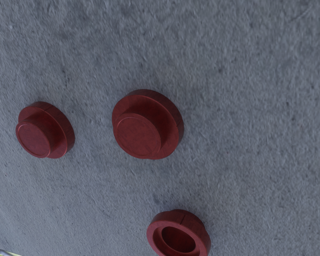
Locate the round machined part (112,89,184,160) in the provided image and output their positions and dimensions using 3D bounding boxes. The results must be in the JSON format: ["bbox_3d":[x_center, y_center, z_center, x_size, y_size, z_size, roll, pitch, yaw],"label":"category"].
[{"bbox_3d":[-0.022,0.002,0.407,0.098,0.042,0.097,13,124,20],"label":"round machined part"}]

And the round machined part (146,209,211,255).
[{"bbox_3d":[0.032,0.165,0.480,0.098,0.042,0.097,13,124,20],"label":"round machined part"}]

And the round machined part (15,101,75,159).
[{"bbox_3d":[-0.191,0.010,0.500,0.098,0.042,0.097,13,124,20],"label":"round machined part"}]
